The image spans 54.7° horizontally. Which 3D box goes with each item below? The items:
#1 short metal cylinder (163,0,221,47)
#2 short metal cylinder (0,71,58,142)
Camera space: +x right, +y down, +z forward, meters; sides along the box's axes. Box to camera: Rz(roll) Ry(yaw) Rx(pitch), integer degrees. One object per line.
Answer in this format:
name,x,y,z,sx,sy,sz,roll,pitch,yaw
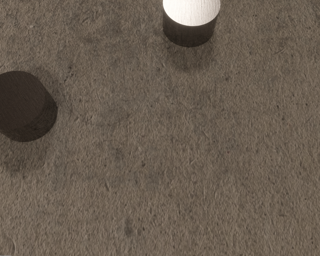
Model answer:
short metal cylinder,0.044,-0.167,0.457,0.081,0.050,0.080,0,70,0
short metal cylinder,-0.182,-0.027,0.402,0.081,0.050,0.080,0,70,0
